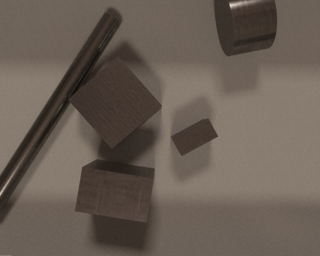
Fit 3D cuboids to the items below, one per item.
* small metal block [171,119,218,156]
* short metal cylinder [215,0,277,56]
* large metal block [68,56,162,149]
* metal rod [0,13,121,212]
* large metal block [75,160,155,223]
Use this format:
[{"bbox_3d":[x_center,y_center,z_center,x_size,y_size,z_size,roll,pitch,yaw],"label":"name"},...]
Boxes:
[{"bbox_3d":[0.043,0.011,0.400,0.050,0.050,0.025,-28,90,0],"label":"small metal block"},{"bbox_3d":[0.104,-0.134,0.385,0.050,0.080,0.080,-11,90,0],"label":"short metal cylinder"},{"bbox_3d":[-0.054,-0.031,0.398,0.080,0.050,0.080,-41,91,0],"label":"large metal block"},{"bbox_3d":[-0.143,-0.019,0.409,0.025,0.025,0.299,33,90,-1],"label":"metal rod"},{"bbox_3d":[-0.051,0.074,0.383,0.080,0.080,0.050,9,90,-1],"label":"large metal block"}]
